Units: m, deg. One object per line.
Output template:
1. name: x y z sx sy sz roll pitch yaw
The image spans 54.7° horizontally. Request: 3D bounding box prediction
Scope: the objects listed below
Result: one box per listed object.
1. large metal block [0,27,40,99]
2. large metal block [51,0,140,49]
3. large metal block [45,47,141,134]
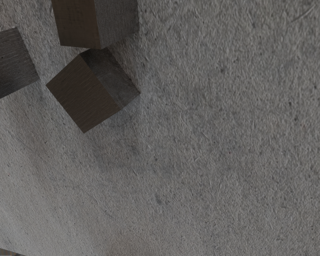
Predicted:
1. large metal block: -0.232 -0.090 0.438 0.050 0.080 0.080 -2 118 29
2. large metal block: -0.065 -0.134 0.323 0.050 0.080 0.079 11 123 22
3. large metal block: -0.087 -0.051 0.405 0.080 0.050 0.080 -28 103 37
